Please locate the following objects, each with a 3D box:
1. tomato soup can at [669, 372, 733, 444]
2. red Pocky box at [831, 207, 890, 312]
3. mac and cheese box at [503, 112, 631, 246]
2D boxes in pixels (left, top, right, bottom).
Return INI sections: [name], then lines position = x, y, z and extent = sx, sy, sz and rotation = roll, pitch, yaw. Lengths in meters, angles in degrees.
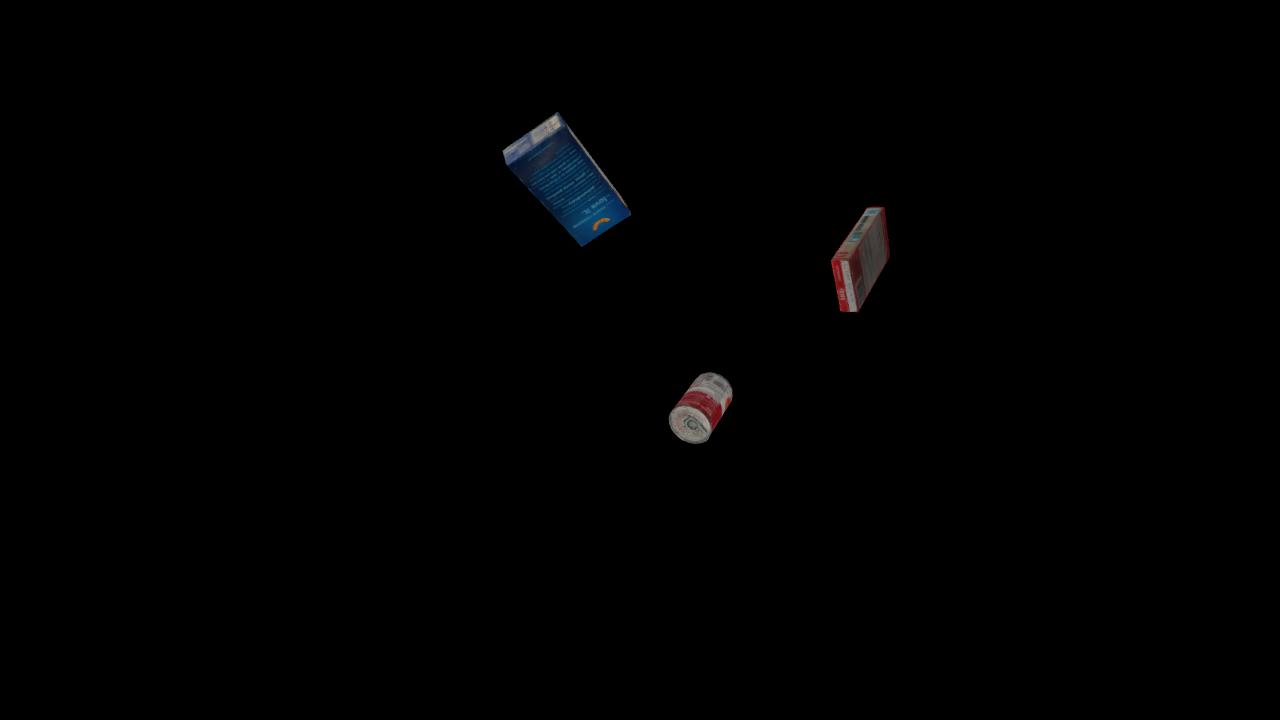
[tomato soup can]
position = 0.094, 0.071, 0.932
extent = 0.068, 0.068, 0.101
rotation = 0, 29, 30
[red Pocky box]
position = 0.306, -0.140, 0.845
extent = 0.028, 0.083, 0.155
rotation = 5, 39, 38
[mac and cheese box]
position = -0.097, -0.244, 0.857
extent = 0.093, 0.041, 0.184
rotation = -32, -36, 11
